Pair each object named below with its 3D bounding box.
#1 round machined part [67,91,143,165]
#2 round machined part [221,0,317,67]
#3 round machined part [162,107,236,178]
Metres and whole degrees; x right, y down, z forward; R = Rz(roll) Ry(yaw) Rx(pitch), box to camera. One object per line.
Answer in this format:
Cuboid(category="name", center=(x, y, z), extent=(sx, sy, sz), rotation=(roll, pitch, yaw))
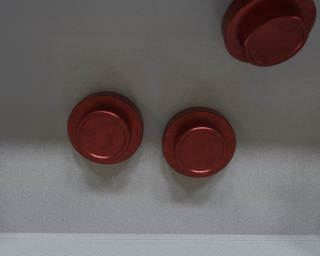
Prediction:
Cuboid(category="round machined part", center=(-0.071, 0.005, 0.403), extent=(0.099, 0.042, 0.097), rotation=(0, 110, 0))
Cuboid(category="round machined part", center=(0.120, -0.106, 0.338), extent=(0.099, 0.042, 0.098), rotation=(-5, 146, -3))
Cuboid(category="round machined part", center=(0.052, 0.024, 0.411), extent=(0.099, 0.042, 0.097), rotation=(0, 110, 0))
